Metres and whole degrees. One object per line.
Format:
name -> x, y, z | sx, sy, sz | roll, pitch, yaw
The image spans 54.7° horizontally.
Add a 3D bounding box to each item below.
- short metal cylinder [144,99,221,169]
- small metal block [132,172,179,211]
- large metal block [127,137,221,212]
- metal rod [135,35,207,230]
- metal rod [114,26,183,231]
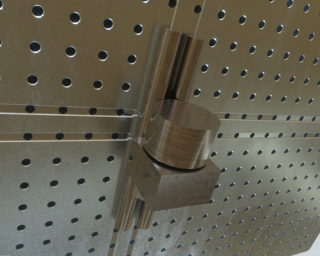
short metal cylinder -> 0.025, 0.005, 0.367 | 0.081, 0.080, 0.050 | 1, 118, -29
small metal block -> -0.002, 0.077, 0.414 | 0.050, 0.050, 0.025 | -46, 154, -63
large metal block -> 0.014, 0.053, 0.385 | 0.081, 0.080, 0.050 | 0, 118, -29
metal rod -> 0.008, 0.022, 0.433 | 0.025, 0.025, 0.298 | 1, 118, -29
metal rod -> -0.022, 0.018, 0.414 | 0.025, 0.025, 0.298 | 1, 118, -29
